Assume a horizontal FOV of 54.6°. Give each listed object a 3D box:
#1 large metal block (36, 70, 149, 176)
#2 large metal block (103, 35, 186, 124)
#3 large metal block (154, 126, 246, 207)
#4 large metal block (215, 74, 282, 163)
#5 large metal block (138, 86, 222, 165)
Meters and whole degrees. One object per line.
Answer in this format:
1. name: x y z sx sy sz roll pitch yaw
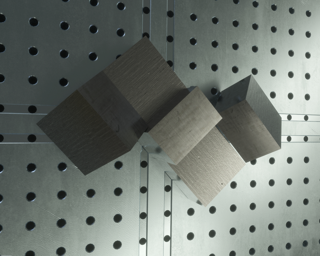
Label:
1. large metal block: -0.075 -0.004 0.348 0.080 0.080 0.050 51 36 -13
2. large metal block: -0.029 -0.054 0.388 0.080 0.050 0.080 -43 104 -14
3. large metal block: 0.053 0.045 0.418 0.080 0.050 0.080 -43 102 -15
4. large metal block: 0.121 -0.014 0.421 0.080 0.050 0.080 51 35 -14
5. large metal block: 0.016 -0.004 0.389 0.080 0.080 0.050 -44 105 -15
